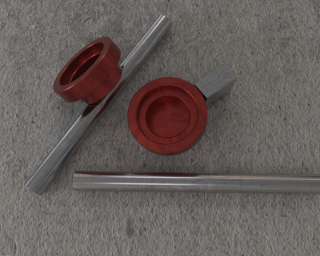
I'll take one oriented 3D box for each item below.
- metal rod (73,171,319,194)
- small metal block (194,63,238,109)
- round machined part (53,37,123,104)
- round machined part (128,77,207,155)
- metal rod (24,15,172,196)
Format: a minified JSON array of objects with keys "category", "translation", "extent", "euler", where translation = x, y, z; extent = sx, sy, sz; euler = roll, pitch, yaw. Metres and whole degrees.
[{"category":"metal rod","translation":[0.046,0.067,0.383],"extent":[0.302,0.025,0.025],"euler":[1,70,0]},{"category":"small metal block","translation":[0.071,-0.052,0.414],"extent":[0.050,0.050,0.025],"euler":[-35,74,-12]},{"category":"round machined part","translation":[-0.089,-0.070,0.406],"extent":[0.098,0.042,0.098],"euler":[-27,38,23]},{"category":"round machined part","translation":[0.011,-0.012,0.398],"extent":[0.098,0.042,0.098],"euler":[-2,75,8]},{"category":"metal rod","translation":[-0.074,-0.042,0.422],"extent":[0.025,0.025,0.300],"euler":[31,73,10]}]
